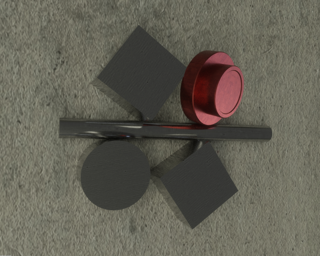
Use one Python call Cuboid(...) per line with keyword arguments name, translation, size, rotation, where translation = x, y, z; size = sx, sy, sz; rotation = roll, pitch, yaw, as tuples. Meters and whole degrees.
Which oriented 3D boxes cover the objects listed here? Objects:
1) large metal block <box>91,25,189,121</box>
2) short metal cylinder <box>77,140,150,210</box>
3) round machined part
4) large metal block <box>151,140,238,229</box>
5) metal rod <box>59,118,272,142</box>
Cuboid(name="large metal block", translation=(-0.026, -0.064, 0.386), size=(0.080, 0.050, 0.080), rotation=(38, 78, -16))
Cuboid(name="short metal cylinder", translation=(-0.058, 0.054, 0.376), size=(0.081, 0.050, 0.079), rotation=(0, 90, -21))
Cuboid(name="round machined part", translation=(0.074, -0.050, 0.405), size=(0.099, 0.042, 0.097), rotation=(-21, 119, -42))
Cuboid(name="large metal block", translation=(0.043, 0.072, 0.414), size=(0.080, 0.050, 0.080), rotation=(-35, 102, -17))
Cuboid(name="metal rod", translation=(0.022, 0.004, 0.420), size=(0.303, 0.025, 0.025), rotation=(2, 90, -21))
